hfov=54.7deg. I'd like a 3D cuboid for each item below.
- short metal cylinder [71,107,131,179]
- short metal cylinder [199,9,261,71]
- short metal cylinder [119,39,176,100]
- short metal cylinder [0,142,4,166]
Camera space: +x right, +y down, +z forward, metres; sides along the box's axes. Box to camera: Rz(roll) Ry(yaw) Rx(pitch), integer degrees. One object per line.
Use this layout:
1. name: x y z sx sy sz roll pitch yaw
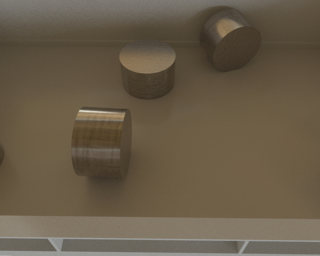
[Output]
1. short metal cylinder: -0.063 0.017 0.355 0.050 0.080 0.080 3 50 3
2. short metal cylinder: 0.109 -0.136 0.484 0.081 0.080 0.050 -15 52 -12
3. short metal cylinder: -0.018 -0.088 0.463 0.080 0.050 0.080 0 50 0
4. short metal cylinder: -0.236 0.025 0.366 0.080 0.050 0.080 0 50 0
